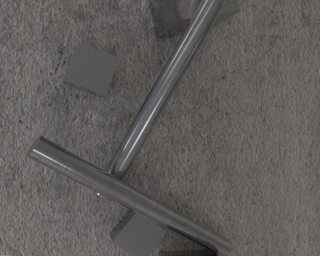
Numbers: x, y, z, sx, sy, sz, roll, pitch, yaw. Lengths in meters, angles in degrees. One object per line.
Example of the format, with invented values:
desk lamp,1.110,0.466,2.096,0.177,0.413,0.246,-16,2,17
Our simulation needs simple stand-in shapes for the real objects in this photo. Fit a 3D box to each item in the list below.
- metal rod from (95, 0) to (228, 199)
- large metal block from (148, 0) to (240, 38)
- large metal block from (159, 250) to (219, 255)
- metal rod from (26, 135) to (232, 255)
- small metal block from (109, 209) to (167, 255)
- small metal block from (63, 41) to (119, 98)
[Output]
metal rod,0.005,-0.046,0.359,0.025,0.025,0.299,27,101,-18
large metal block,0.041,-0.155,0.395,0.081,0.080,0.050,-15,95,-20
large metal block,0.041,0.212,0.411,0.081,0.050,0.080,7,88,-20
metal rod,-0.017,0.095,0.379,0.301,0.025,0.025,35,79,-26
small metal block,-0.028,0.135,0.399,0.050,0.025,0.050,45,76,-15
small metal block,-0.084,-0.070,0.378,0.050,0.025,0.050,21,83,-19
